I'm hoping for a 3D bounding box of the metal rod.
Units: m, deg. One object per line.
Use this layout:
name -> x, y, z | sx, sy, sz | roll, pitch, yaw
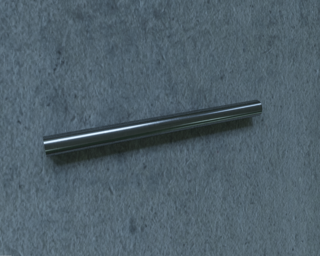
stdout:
metal rod -> 0.006, -0.004, 0.412 | 0.303, 0.025, 0.025 | -11, 94, -20
